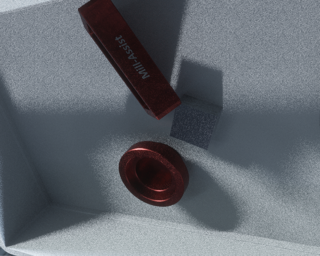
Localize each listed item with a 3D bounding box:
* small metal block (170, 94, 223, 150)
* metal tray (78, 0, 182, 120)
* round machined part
[{"bbox_3d":[0.044,-0.007,0.380,0.050,0.025,0.050,21,126,15],"label":"small metal block"},{"bbox_3d":[-0.034,-0.072,0.340,0.030,0.090,0.130,-37,101,-4],"label":"metal tray"},{"bbox_3d":[-0.005,0.060,0.436,0.098,0.042,0.097,13,124,20],"label":"round machined part"}]
